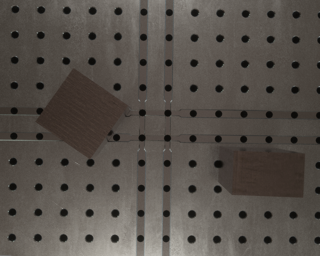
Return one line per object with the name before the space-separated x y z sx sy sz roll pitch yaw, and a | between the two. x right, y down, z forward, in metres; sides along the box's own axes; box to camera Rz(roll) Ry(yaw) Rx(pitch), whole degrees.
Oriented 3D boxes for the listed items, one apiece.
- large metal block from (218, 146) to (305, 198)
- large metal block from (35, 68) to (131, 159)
large metal block | 0.122 0.052 0.388 0.081 0.080 0.050 2 90 -1
large metal block | -0.095 -0.018 0.400 0.080 0.050 0.080 35 90 -1
